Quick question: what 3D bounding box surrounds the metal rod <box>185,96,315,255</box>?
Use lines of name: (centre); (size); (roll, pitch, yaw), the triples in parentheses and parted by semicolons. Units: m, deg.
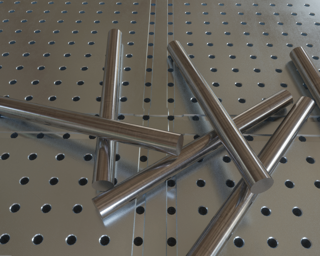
metal rod: (0.112, 0.056, 0.361); (0.025, 0.025, 0.301); (31, 57, 23)

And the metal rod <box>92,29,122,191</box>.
metal rod: (-0.072, -0.049, 0.448); (0.025, 0.025, 0.300); (-2, 50, -2)

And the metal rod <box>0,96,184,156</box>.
metal rod: (-0.117, -0.010, 0.390); (0.301, 0.025, 0.025); (12, 51, 19)

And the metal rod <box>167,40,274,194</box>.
metal rod: (0.063, -0.039, 0.415); (0.025, 0.025, 0.300); (-12, 43, -10)

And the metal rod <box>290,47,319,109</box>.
metal rod: (0.240, -0.010, 0.416); (0.025, 0.025, 0.300); (-4, 50, -3)

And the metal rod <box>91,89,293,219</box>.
metal rod: (0.056, 0.022, 0.389); (0.302, 0.025, 0.025); (-28, 56, -22)
